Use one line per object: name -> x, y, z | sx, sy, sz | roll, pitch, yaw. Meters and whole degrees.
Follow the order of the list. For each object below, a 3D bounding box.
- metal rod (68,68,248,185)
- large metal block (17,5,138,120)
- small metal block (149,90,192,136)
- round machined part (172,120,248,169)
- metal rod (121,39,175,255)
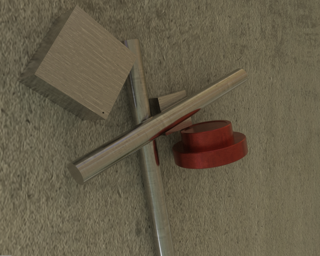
metal rod -> 0.022, -0.018, 0.391 | 0.302, 0.025, 0.025 | -31, 110, -37
large metal block -> -0.082, -0.062, 0.320 | 0.080, 0.050, 0.080 | 36, 68, -35
small metal block -> 0.013, -0.021, 0.418 | 0.050, 0.025, 0.050 | -21, 103, -38
round machined part -> 0.064, 0.017, 0.414 | 0.099, 0.098, 0.042 | -20, 103, -39
metal rod -> -0.014, 0.041, 0.395 | 0.025, 0.025, 0.298 | -16, 100, -39
